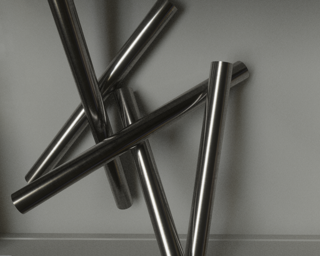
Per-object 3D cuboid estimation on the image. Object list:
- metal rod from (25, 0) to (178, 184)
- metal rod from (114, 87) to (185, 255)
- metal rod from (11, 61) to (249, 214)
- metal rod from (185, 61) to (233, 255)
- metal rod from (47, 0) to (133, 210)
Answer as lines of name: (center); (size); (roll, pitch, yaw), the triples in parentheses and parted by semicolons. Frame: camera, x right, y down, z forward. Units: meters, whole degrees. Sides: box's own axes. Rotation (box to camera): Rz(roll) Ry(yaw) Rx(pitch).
metal rod: (-0.083, -0.036, 0.396); (0.025, 0.025, 0.299); (37, 106, -13)
metal rod: (-0.002, 0.091, 0.361); (0.025, 0.025, 0.299); (-20, 76, 6)
metal rod: (-0.023, 0.004, 0.357); (0.301, 0.025, 0.025); (-31, 109, -12)
metal rod: (0.051, 0.074, 0.358); (0.025, 0.025, 0.298); (7, 93, -3)
metal rod: (-0.077, -0.017, 0.378); (0.025, 0.025, 0.298); (-10, 120, 3)
